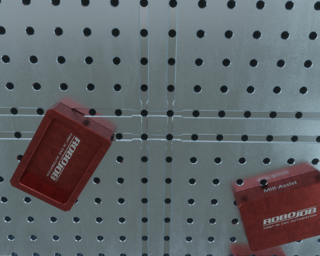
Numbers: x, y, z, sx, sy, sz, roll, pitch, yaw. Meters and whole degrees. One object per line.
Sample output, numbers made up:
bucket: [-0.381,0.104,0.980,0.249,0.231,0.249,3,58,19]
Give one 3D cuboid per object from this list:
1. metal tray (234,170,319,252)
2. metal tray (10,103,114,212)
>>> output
metal tray: [0.186,0.124,0.458,0.130,0.030,0.090,-17,109,6]
metal tray: [-0.134,0.042,0.425,0.090,0.030,0.129,30,107,-11]
